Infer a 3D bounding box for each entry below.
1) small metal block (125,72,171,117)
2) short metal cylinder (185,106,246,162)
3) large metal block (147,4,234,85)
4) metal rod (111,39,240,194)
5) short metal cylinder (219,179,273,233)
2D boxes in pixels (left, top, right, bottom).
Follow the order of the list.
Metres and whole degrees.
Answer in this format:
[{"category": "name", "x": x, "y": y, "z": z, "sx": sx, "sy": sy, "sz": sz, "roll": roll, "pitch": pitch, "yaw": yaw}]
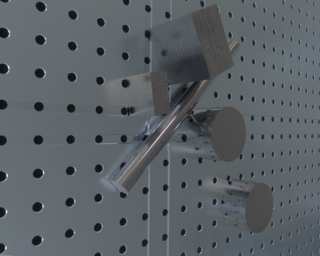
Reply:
[{"category": "small metal block", "x": -0.015, "y": -0.041, "z": 0.380, "sx": 0.025, "sy": 0.050, "sz": 0.050, "roll": -11, "pitch": 97, "yaw": -40}, {"category": "short metal cylinder", "x": 0.084, "y": 0.009, "z": 0.464, "sx": 0.081, "sy": 0.050, "sz": 0.079, "roll": 0, "pitch": 90, "yaw": -40}, {"category": "large metal block", "x": 0.040, "y": -0.106, "z": 0.407, "sx": 0.050, "sy": 0.080, "sz": 0.080, "roll": -33, "pitch": 111, "yaw": -35}, {"category": "metal rod", "x": 0.036, "y": -0.033, "z": 0.439, "sx": 0.301, "sy": 0.025, "sz": 0.025, "roll": -51, "pitch": 120, "yaw": -28}, {"category": "short metal cylinder", "x": 0.144, "y": 0.128, "z": 0.515, "sx": 0.081, "sy": 0.050, "sz": 0.079, "roll": 0, "pitch": 90, "yaw": -40}]
